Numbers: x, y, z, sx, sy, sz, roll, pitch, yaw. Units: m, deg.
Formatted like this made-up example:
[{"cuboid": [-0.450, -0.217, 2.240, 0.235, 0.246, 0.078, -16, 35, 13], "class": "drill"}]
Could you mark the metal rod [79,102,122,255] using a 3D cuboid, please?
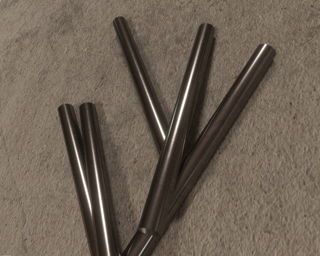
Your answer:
[{"cuboid": [-0.074, 0.074, 0.379, 0.025, 0.025, 0.300, -29, 47, 10], "class": "metal rod"}]

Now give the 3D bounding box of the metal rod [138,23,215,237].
[{"cuboid": [0.029, -0.021, 0.380, 0.025, 0.025, 0.300, 0, 55, 28], "class": "metal rod"}]

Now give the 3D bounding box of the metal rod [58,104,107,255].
[{"cuboid": [-0.098, 0.076, 0.407, 0.025, 0.025, 0.300, -32, 52, 7], "class": "metal rod"}]

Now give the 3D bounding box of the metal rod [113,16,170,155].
[{"cuboid": [-0.030, -0.077, 0.465, 0.025, 0.025, 0.299, -28, 52, 10], "class": "metal rod"}]

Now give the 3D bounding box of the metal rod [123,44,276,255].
[{"cuboid": [0.052, 0.023, 0.361, 0.025, 0.025, 0.300, 26, 75, 36], "class": "metal rod"}]
